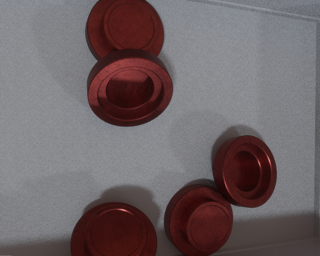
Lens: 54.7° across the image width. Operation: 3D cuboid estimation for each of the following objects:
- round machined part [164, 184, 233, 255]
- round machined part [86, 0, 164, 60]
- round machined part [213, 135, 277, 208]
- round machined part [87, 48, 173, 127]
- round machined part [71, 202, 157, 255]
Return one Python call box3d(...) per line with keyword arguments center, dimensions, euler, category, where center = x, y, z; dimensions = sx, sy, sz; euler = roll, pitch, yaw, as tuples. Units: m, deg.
box3d(center=(0.059, 0.129, 0.423), dimensions=(0.099, 0.042, 0.097), euler=(0, 90, -20), category="round machined part")
box3d(center=(-0.040, -0.121, 0.386), dimensions=(0.099, 0.042, 0.097), euler=(0, 90, -20), category="round machined part")
box3d(center=(0.114, 0.061, 0.436), dimensions=(0.099, 0.042, 0.098), euler=(5, 79, -28), category="round machined part")
box3d(center=(-0.037, -0.051, 0.370), dimensions=(0.099, 0.042, 0.097), euler=(-9, 134, -9), category="round machined part")
box3d(center=(-0.051, 0.128, 0.355), dimensions=(0.099, 0.042, 0.098), euler=(8, 47, -8), category="round machined part")
